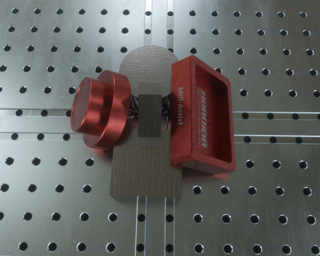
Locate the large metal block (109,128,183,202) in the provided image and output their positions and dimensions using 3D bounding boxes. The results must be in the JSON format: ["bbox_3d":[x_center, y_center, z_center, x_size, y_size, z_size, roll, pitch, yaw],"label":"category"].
[{"bbox_3d":[-0.015,0.047,0.381,0.080,0.050,0.080,2,70,1],"label":"large metal block"}]

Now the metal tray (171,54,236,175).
[{"bbox_3d":[0.055,-0.014,0.384,0.030,0.090,0.130,-17,63,40],"label":"metal tray"}]

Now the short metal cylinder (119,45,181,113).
[{"bbox_3d":[-0.012,-0.064,0.421,0.081,0.050,0.080,0,70,0],"label":"short metal cylinder"}]

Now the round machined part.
[{"bbox_3d":[-0.077,-0.024,0.377,0.042,0.098,0.098,14,67,-31],"label":"round machined part"}]

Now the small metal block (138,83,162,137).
[{"bbox_3d":[-0.012,-0.022,0.361,0.025,0.050,0.050,1,112,-3],"label":"small metal block"}]
